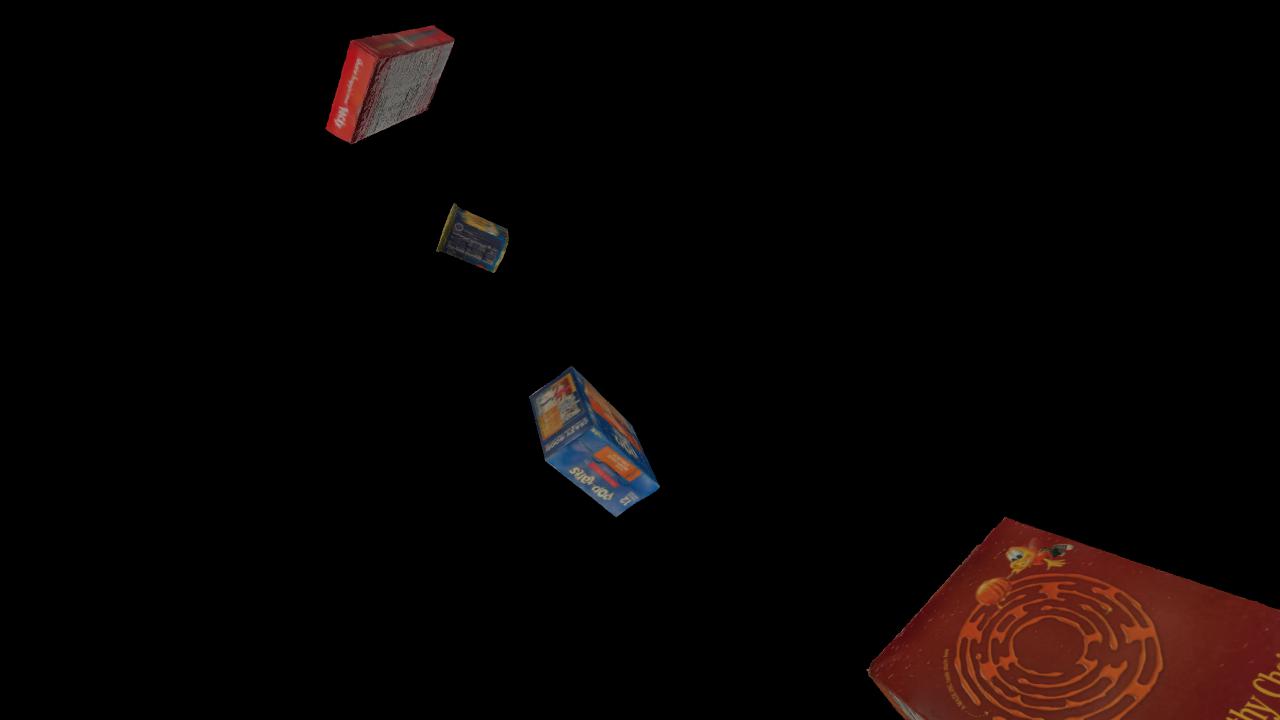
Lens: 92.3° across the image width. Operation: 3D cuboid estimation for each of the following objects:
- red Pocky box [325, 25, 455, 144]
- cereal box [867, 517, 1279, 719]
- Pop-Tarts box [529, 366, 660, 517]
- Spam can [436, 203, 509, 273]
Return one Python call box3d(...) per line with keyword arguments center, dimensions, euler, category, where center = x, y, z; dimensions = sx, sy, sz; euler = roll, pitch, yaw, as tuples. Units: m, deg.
box3d(center=(-0.224, -0.256, 0.562), dimensions=(0.028, 0.083, 0.155), euler=(33, 32, -11), category="red Pocky box")
box3d(center=(0.336, 0.244, 0.432), dimensions=(0.203, 0.081, 0.306), euler=(-41, 12, -12), category="cereal box")
box3d(center=(-0.065, 0.116, 0.876), dimensions=(0.167, 0.083, 0.141), euler=(48, 9, -37), category="Pop-Tarts box")
box3d(center=(-0.236, -0.173, 0.876), dimensions=(0.085, 0.058, 0.101), euler=(21, 19, -22), category="Spam can")
